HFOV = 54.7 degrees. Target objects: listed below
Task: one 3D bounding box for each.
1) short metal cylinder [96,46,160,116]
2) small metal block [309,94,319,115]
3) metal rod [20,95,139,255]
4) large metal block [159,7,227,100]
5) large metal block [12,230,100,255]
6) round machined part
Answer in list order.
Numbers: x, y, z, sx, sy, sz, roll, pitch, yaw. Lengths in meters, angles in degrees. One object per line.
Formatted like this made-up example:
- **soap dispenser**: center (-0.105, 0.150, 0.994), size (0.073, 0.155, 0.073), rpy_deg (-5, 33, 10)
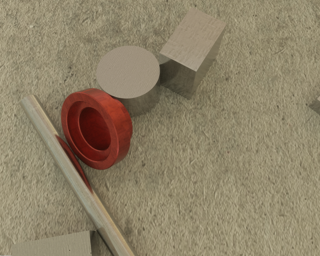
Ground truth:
- **short metal cylinder**: center (-0.040, -0.062, 0.414), size (0.081, 0.050, 0.080), rpy_deg (0, 66, 1)
- **small metal block**: center (0.244, -0.035, 0.424), size (0.050, 0.025, 0.050), rpy_deg (42, 75, 13)
- **metal rod**: center (-0.091, 0.079, 0.378), size (0.025, 0.025, 0.299), rpy_deg (-34, 74, -12)
- **large metal block**: center (0.041, -0.096, 0.415), size (0.050, 0.080, 0.080), rpy_deg (29, 72, 10)
- **large metal block**: center (-0.108, 0.160, 0.335), size (0.081, 0.050, 0.080), rpy_deg (-9, 70, -4)
- **round machined part**: center (-0.072, -0.002, 0.379), size (0.098, 0.097, 0.042), rpy_deg (45, 41, 14)
